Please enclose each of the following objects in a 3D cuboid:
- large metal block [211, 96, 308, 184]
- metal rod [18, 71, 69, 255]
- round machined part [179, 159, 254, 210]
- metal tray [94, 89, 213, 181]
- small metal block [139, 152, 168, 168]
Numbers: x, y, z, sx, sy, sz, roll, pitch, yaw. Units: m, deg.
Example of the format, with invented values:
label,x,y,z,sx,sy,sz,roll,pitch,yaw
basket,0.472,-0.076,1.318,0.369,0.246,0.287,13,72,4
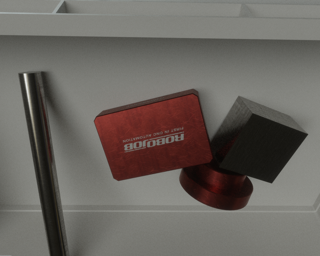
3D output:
label,x,y,z,sx,sy,sz,roll,pitch,yaw
large metal block,0.123,0.016,0.398,0.081,0.050,0.079,19,115,-16
metal rod,-0.142,0.079,0.396,0.025,0.025,0.298,-2,106,1
round machined part,0.079,0.064,0.420,0.099,0.098,0.042,11,112,-10
metal tray,-0.006,0.010,0.392,0.131,0.030,0.089,-13,106,10
small metal block,-0.014,0.036,0.439,0.050,0.025,0.050,-6,130,4
